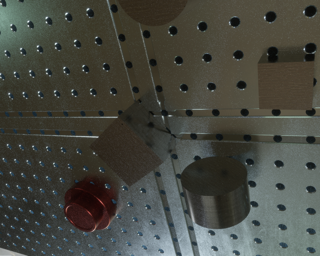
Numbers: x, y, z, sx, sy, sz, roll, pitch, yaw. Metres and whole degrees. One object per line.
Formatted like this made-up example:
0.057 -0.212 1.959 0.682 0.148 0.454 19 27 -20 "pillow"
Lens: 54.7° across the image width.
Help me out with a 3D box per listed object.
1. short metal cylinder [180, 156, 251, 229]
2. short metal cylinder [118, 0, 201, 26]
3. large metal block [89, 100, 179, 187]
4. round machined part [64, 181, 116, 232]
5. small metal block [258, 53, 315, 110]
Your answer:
0.070 0.078 0.386 0.080 0.080 0.050 1 119 27 "short metal cylinder"
0.001 -0.146 0.303 0.080 0.050 0.079 13 124 20 "short metal cylinder"
-0.036 0.022 0.427 0.080 0.050 0.080 46 129 -4 "large metal block"
-0.133 0.148 0.560 0.098 0.042 0.097 13 124 20 "round machined part"
0.128 -0.046 0.315 0.050 0.025 0.050 3 120 26 "small metal block"
